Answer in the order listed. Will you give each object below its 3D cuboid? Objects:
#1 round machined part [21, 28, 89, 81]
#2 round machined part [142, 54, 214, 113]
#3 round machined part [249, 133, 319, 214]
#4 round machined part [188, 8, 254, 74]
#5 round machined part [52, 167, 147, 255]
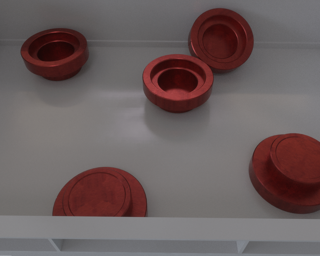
[{"bbox_3d":[-0.161,-0.112,0.487,0.099,0.042,0.098,0,50,0],"label":"round machined part"},{"bbox_3d":[0.025,-0.059,0.444,0.099,0.042,0.098,0,50,0],"label":"round machined part"},{"bbox_3d":[0.157,0.045,0.357,0.099,0.042,0.098,0,50,0],"label":"round machined part"},{"bbox_3d":[0.092,-0.132,0.487,0.099,0.042,0.097,1,83,-7],"label":"round machined part"},{"bbox_3d":[-0.063,0.081,0.325,0.099,0.042,0.098,0,50,0],"label":"round machined part"}]
